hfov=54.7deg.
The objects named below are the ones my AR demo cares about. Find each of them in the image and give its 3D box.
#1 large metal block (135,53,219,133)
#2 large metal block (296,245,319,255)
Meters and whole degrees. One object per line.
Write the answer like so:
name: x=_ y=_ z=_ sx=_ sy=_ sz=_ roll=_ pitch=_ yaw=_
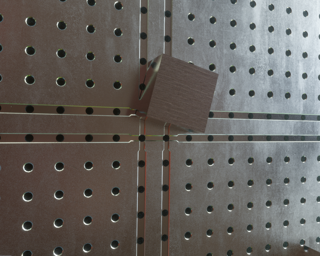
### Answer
large metal block: x=0.021 y=-0.042 z=0.408 sx=0.081 sy=0.050 sz=0.080 roll=16 pitch=85 yaw=-20
large metal block: x=0.261 y=0.243 z=0.483 sx=0.050 sy=0.080 sz=0.080 roll=-41 pitch=103 yaw=-15
